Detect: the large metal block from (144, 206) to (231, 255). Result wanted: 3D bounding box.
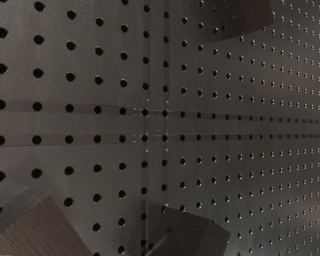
[{"bbox_3d":[0.033,0.157,0.404,0.050,0.080,0.080,40,66,-33],"label":"large metal block"}]

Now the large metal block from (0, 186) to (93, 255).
[{"bbox_3d":[-0.125,0.115,0.290,0.080,0.050,0.080,-40,115,-33],"label":"large metal block"}]

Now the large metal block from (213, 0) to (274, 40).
[{"bbox_3d":[0.137,-0.198,0.510,0.081,0.050,0.080,-30,109,-36],"label":"large metal block"}]
